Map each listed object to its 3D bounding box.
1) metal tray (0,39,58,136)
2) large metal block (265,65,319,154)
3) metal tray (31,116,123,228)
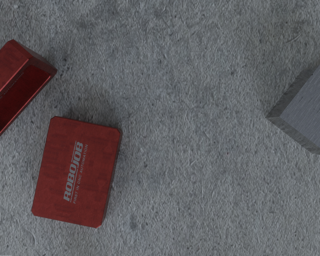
[{"bbox_3d":[-0.191,-0.039,0.375,0.030,0.090,0.130,42,90,0],"label":"metal tray"},{"bbox_3d":[0.200,-0.021,0.399,0.080,0.050,0.080,38,90,0],"label":"large metal block"},{"bbox_3d":[-0.107,0.056,0.407,0.091,0.030,0.129,12,90,0],"label":"metal tray"}]
